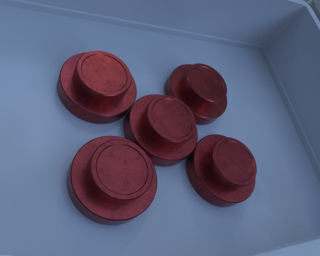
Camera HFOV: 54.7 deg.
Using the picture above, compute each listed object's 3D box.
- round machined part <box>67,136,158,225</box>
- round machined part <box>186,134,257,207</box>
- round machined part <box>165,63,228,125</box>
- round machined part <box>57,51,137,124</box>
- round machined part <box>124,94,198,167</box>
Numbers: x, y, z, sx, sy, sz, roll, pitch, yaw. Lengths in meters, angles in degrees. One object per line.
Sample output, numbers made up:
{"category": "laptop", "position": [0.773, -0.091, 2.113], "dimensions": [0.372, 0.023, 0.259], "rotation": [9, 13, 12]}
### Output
{"category": "round machined part", "position": [-0.047, 0.051, 0.337], "dimensions": [0.099, 0.042, 0.098], "rotation": [14, 56, -21]}
{"category": "round machined part", "position": [0.088, 0.051, 0.411], "dimensions": [0.099, 0.042, 0.098], "rotation": [14, 56, -21]}
{"category": "round machined part", "position": [0.060, -0.057, 0.462], "dimensions": [0.099, 0.042, 0.098], "rotation": [14, 56, -21]}
{"category": "round machined part", "position": [-0.075, -0.058, 0.389], "dimensions": [0.099, 0.042, 0.098], "rotation": [14, 56, -21]}
{"category": "round machined part", "position": [0.007, -0.003, 0.399], "dimensions": [0.099, 0.042, 0.098], "rotation": [14, 56, -21]}
